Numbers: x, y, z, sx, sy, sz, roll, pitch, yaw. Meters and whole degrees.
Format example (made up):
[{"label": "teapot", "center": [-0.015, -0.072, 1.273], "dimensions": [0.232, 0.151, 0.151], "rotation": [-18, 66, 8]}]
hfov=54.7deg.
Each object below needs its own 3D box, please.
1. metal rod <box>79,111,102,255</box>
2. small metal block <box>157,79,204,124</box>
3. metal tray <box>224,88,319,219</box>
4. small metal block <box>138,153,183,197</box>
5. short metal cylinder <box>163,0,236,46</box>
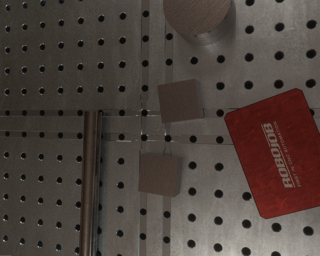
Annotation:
[{"label": "metal rod", "center": [-0.102, 0.126, 0.447], "dimensions": [0.025, 0.025, 0.298], "rotation": [3, 91, 19]}, {"label": "small metal block", "center": [0.027, -0.034, 0.402], "dimensions": [0.050, 0.025, 0.050], "rotation": [-8, 87, 19]}, {"label": "metal tray", "center": [0.140, 0.030, 0.360], "dimensions": [0.090, 0.030, 0.129], "rotation": [-21, 83, 18]}, {"label": "small metal block", "center": [0.001, 0.061, 0.411], "dimensions": [0.050, 0.025, 0.050], "rotation": [5, 92, 19]}, {"label": "short metal cylinder", "center": [0.050, -0.147, 0.381], "dimensions": [0.080, 0.050, 0.079], "rotation": [0, 90, 19]}]
